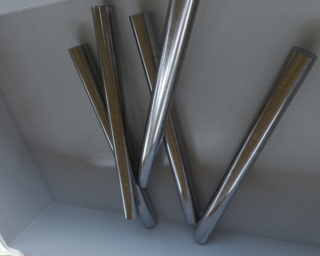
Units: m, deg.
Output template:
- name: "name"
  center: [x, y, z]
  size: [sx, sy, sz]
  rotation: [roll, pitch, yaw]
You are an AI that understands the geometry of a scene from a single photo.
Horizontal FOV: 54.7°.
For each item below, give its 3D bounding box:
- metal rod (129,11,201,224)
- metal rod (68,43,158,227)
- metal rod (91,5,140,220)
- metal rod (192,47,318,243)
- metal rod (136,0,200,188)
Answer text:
- name: "metal rod"
  center: [0.014, 0.005, 0.404]
  size: [0.025, 0.025, 0.298]
  rotation: [-1, 118, 29]
- name: "metal rod"
  center: [-0.062, 0.025, 0.456]
  size: [0.025, 0.025, 0.298]
  rotation: [-5, 116, 30]
- name: "metal rod"
  center: [-0.055, -0.005, 0.415]
  size: [0.025, 0.025, 0.298]
  rotation: [6, 116, 25]
- name: "metal rod"
  center: [0.099, 0.045, 0.377]
  size: [0.025, 0.025, 0.298]
  rotation: [26, 126, 12]
- name: "metal rod"
  center: [-0.001, -0.019, 0.356]
  size: [0.025, 0.025, 0.298]
  rotation: [27, 139, 11]
